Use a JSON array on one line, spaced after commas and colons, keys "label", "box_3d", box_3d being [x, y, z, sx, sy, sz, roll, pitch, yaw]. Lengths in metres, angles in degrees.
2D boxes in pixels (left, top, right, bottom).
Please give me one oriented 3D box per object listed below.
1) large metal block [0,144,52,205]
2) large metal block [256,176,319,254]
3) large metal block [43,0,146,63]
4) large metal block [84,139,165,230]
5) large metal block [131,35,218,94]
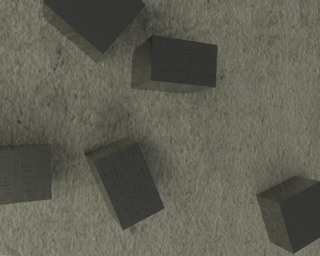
[{"label": "large metal block", "box_3d": [-0.157, 0.045, 0.322, 0.081, 0.080, 0.050, -2, 91, -20]}, {"label": "large metal block", "box_3d": [0.206, 0.129, 0.474, 0.081, 0.050, 0.080, -20, 97, -19]}, {"label": "large metal block", "box_3d": [-0.078, -0.138, 0.367, 0.080, 0.050, 0.080, 40, 77, -16]}, {"label": "large metal block", "box_3d": [-0.045, 0.061, 0.364, 0.050, 0.080, 0.080, -24, 98, -19]}, {"label": "large metal block", "box_3d": [0.015, -0.075, 0.386, 0.081, 0.080, 0.050, 3, 89, -20]}]
